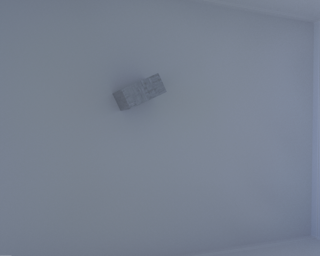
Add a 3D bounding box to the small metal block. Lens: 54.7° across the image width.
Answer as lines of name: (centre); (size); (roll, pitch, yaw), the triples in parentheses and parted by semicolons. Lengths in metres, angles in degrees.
small metal block: (-0.027, -0.044, 0.388); (0.050, 0.050, 0.025); (-27, 100, -18)
